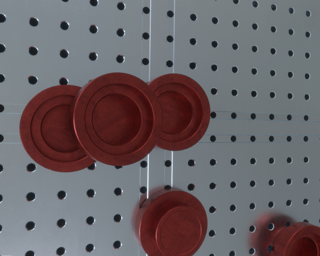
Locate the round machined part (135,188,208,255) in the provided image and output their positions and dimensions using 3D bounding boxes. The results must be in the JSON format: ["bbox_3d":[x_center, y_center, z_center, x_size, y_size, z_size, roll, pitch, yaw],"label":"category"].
[{"bbox_3d":[0.020,0.133,0.411,0.099,0.042,0.097,0,90,-20],"label":"round machined part"}]

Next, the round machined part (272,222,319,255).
[{"bbox_3d":[0.216,0.195,0.483,0.099,0.042,0.097,0,90,-20],"label":"round machined part"}]

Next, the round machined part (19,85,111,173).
[{"bbox_3d":[-0.109,0.001,0.363,0.099,0.042,0.097,0,90,-20],"label":"round machined part"}]

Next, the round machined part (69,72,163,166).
[{"bbox_3d":[-0.050,-0.009,0.340,0.099,0.042,0.097,0,89,-28],"label":"round machined part"}]

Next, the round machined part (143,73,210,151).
[{"bbox_3d":[0.013,-0.020,0.408,0.099,0.042,0.097,0,90,-20],"label":"round machined part"}]
